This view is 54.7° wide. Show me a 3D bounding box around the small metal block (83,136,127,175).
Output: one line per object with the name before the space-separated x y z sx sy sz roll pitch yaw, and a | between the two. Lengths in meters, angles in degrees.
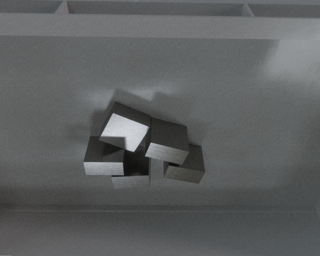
small metal block | -0.073 0.037 0.423 0.050 0.050 0.025 1 130 -1

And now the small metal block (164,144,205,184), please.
small metal block | 0.032 0.047 0.432 0.050 0.050 0.025 12 129 -10

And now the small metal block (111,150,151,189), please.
small metal block | -0.039 0.058 0.442 0.050 0.050 0.025 -3 130 2

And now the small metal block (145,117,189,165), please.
small metal block | 0.009 0.017 0.407 0.050 0.050 0.025 14 129 -12

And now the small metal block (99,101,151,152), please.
small metal block | -0.046 -0.001 0.408 0.050 0.025 0.050 21 127 -18
